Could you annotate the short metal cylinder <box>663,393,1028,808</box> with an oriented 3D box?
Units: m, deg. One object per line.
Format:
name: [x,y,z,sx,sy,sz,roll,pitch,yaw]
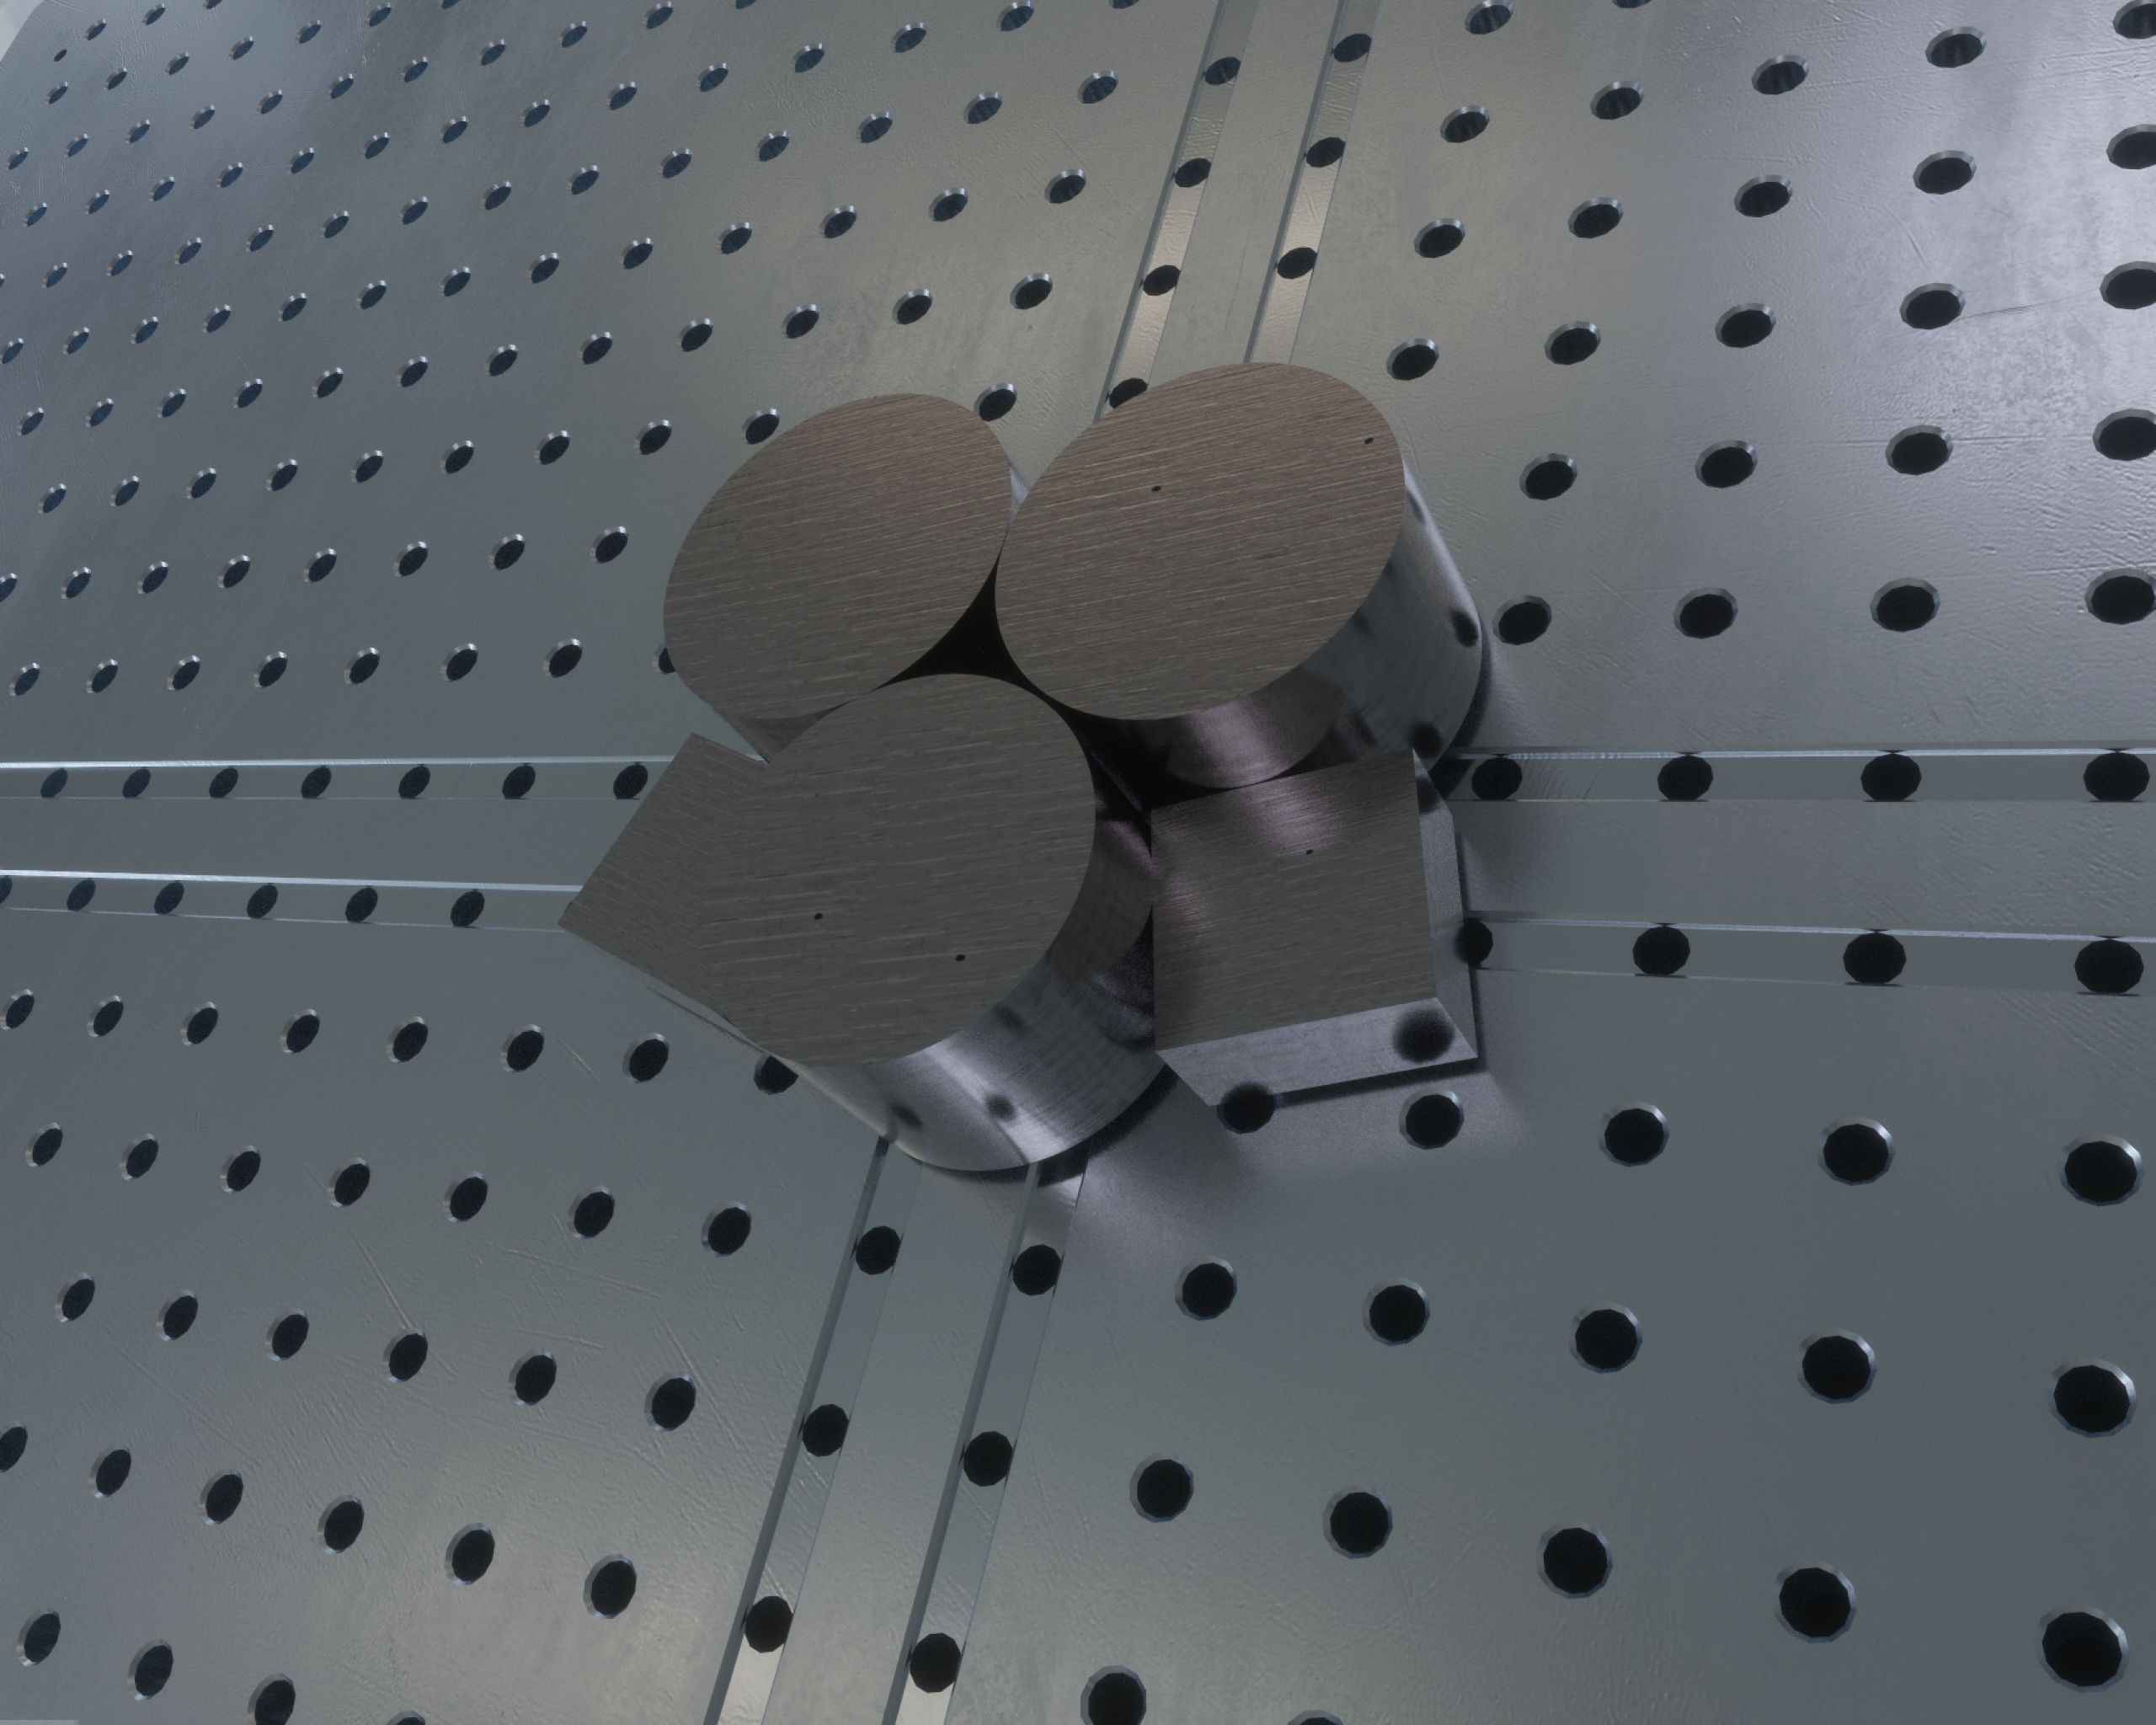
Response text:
short metal cylinder: [-0.039,-0.051,0.439,0.080,0.050,0.080,-13,56,21]

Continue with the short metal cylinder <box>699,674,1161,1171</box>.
short metal cylinder: [-0.023,0.012,0.393,0.080,0.050,0.080,-13,56,21]

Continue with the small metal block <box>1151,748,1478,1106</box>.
small metal block: [0.042,0.012,0.375,0.050,0.025,0.050,-13,56,21]

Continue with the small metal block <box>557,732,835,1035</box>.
small metal block: [-0.072,0.006,0.438,0.050,0.025,0.050,23,74,36]

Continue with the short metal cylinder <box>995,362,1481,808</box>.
short metal cylinder: [0.031,-0.048,0.401,0.080,0.050,0.080,-13,56,21]
